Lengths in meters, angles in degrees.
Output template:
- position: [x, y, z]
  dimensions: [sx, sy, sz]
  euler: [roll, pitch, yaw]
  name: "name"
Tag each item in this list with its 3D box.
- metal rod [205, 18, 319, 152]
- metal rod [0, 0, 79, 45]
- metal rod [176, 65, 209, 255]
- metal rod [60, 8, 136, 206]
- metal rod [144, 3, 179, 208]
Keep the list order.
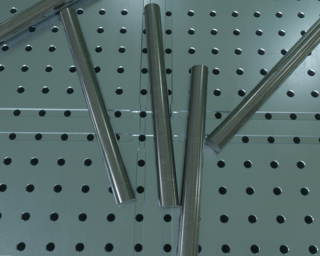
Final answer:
- position: [0.172, -0.080, 0.443]
  dimensions: [0.025, 0.025, 0.301]
  euler: [42, 75, 13]
  name: "metal rod"
- position: [-0.219, -0.152, 0.464]
  dimensions: [0.301, 0.025, 0.025]
  euler: [-36, 74, -13]
  name: "metal rod"
- position: [0.042, 0.056, 0.391]
  dimensions: [0.025, 0.025, 0.299]
  euler: [6, 70, 2]
  name: "metal rod"
- position: [-0.091, -0.042, 0.425]
  dimensions: [0.025, 0.025, 0.299]
  euler: [-18, 71, -7]
  name: "metal rod"
- position: [-0.001, -0.044, 0.427]
  dimensions: [0.025, 0.025, 0.299]
  euler: [-4, 70, -2]
  name: "metal rod"
